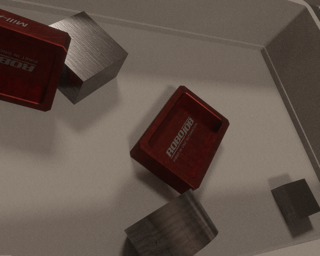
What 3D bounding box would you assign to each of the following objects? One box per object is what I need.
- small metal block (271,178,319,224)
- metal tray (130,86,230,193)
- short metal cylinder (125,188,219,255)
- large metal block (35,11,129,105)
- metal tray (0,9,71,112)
[{"bbox_3d":[0.198,0.105,0.451,0.050,0.025,0.050,-7,65,-32],"label":"small metal block"},{"bbox_3d":[0.031,0.012,0.413,0.090,0.030,0.130,38,51,-3],"label":"metal tray"},{"bbox_3d":[0.011,0.104,0.314,0.081,0.080,0.050,-23,75,-37],"label":"short metal cylinder"},{"bbox_3d":[-0.102,-0.089,0.390,0.080,0.050,0.080,44,51,2],"label":"large metal block"},{"bbox_3d":[-0.168,-0.074,0.315,0.131,0.089,0.030,16,40,-20],"label":"metal tray"}]
